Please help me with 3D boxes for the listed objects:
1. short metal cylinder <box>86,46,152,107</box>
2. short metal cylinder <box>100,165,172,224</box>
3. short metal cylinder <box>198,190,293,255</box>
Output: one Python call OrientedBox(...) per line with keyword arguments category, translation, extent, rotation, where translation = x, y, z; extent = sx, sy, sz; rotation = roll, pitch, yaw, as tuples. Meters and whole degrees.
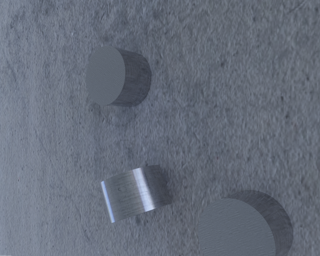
OrientedBox(category="short metal cylinder", translation=(-0.059, -0.070, 0.435), extent=(0.080, 0.050, 0.079), rotation=(0, 90, 39))
OrientedBox(category="short metal cylinder", translation=(-0.030, 0.084, 0.392), extent=(0.080, 0.081, 0.050), rotation=(-29, 72, 36))
OrientedBox(category="short metal cylinder", translation=(0.087, 0.107, 0.316), extent=(0.080, 0.050, 0.079), rotation=(0, 90, 39))
